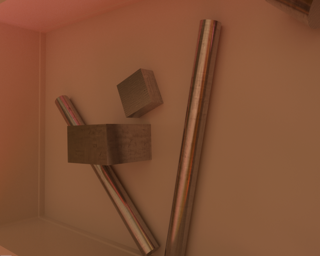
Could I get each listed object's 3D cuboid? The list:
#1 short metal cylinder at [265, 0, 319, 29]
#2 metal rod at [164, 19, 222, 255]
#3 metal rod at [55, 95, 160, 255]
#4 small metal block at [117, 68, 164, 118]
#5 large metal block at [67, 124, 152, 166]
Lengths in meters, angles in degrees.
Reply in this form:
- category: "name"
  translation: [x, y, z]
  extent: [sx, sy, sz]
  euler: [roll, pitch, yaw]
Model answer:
- category: "short metal cylinder"
  translation: [0.134, -0.132, 0.260]
  extent: [0.050, 0.081, 0.080]
  euler: [48, 118, 29]
- category: "metal rod"
  translation: [0.038, 0.025, 0.374]
  extent: [0.025, 0.025, 0.298]
  euler: [13, 98, 39]
- category: "metal rod"
  translation: [-0.092, 0.059, 0.479]
  extent: [0.025, 0.025, 0.300]
  euler: [-52, 60, 27]
- category: "small metal block"
  translation: [-0.028, -0.047, 0.428]
  extent: [0.050, 0.025, 0.050]
  euler: [-28, 73, 36]
- category: "large metal block"
  translation: [-0.069, 0.021, 0.425]
  extent: [0.080, 0.081, 0.050]
  euler: [-2, 89, 39]
